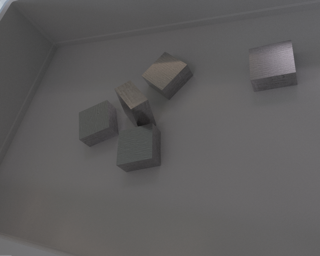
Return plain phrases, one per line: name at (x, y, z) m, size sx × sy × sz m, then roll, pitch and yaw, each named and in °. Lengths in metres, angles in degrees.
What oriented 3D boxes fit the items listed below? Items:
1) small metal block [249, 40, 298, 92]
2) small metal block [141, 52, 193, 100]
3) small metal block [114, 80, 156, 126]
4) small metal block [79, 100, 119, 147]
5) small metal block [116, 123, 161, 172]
small metal block at (0.138, -0.076, 0.380) m, size 0.050 × 0.025 × 0.050 m, roll -8°, pitch 58°, yaw 24°
small metal block at (0.010, -0.076, 0.447) m, size 0.050 × 0.025 × 0.050 m, roll -46°, pitch 51°, yaw -4°
small metal block at (-0.033, -0.029, 0.422) m, size 0.025 × 0.050 × 0.050 m, roll -31°, pitch 50°, yaw -11°
small metal block at (-0.091, -0.007, 0.458) m, size 0.050 × 0.025 × 0.050 m, roll -22°, pitch 53°, yaw 15°
small metal block at (-0.027, 0.026, 0.404) m, size 0.050 × 0.025 × 0.050 m, roll -13°, pitch 56°, yaw 21°
